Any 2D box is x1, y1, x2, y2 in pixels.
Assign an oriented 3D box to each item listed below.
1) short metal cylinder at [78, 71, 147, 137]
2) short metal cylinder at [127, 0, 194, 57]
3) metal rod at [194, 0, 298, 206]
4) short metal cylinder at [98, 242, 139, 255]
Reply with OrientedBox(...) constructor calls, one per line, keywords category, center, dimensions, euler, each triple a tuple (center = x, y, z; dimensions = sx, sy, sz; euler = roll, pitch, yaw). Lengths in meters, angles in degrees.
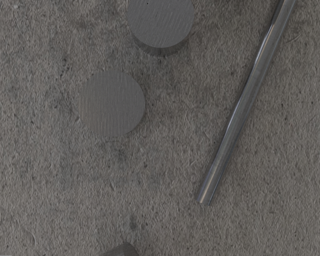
OrientedBox(category="short metal cylinder", center=(-0.058, -0.029, 0.397), dimensions=(0.081, 0.050, 0.079), euler=(0, 90, 0))
OrientedBox(category="short metal cylinder", center=(0.001, -0.136, 0.397), dimensions=(0.081, 0.050, 0.079), euler=(0, 90, 0))
OrientedBox(category="metal rod", center=(0.115, -0.040, 0.410), dimensions=(0.025, 0.025, 0.299), euler=(23, 90, 0))
OrientedBox(category="short metal cylinder", center=(-0.048, 0.190, 0.382), dimensions=(0.050, 0.080, 0.080), euler=(-27, 90, 0))
